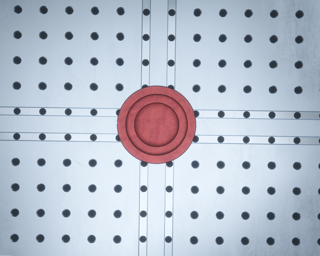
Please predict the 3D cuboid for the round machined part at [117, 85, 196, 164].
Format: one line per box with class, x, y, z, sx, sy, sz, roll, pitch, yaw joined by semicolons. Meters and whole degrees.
round machined part;-0.004;-0.004;0.404;0.099;0.042;0.097;0;90;0
